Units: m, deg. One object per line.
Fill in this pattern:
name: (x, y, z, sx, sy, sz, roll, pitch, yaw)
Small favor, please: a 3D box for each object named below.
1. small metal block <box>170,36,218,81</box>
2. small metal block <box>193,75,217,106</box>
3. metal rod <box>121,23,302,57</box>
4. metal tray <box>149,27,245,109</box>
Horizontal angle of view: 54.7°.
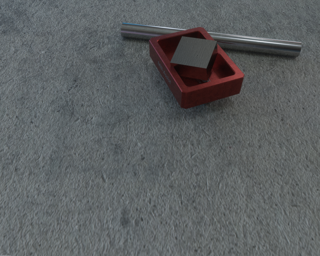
small metal block: (0.048, -0.096, 0.426, 0.050, 0.025, 0.050, 14, 63, 19)
small metal block: (0.071, -0.067, 0.460, 0.050, 0.025, 0.050, -29, 56, -23)
metal rod: (0.083, -0.152, 0.531, 0.302, 0.025, 0.025, 8, 51, 6)
metal tray: (0.048, -0.091, 0.445, 0.091, 0.030, 0.130, -17, 52, -13)
